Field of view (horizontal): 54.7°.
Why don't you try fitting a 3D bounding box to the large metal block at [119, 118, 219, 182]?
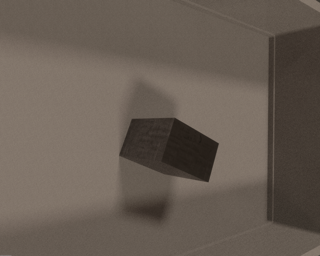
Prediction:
[{"bbox_3d":[0.011,0.027,0.382,0.080,0.080,0.050,28,72,-37],"label":"large metal block"}]
